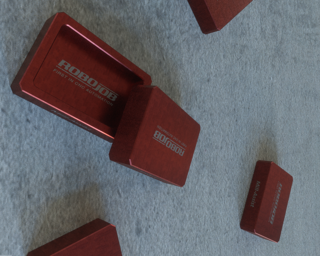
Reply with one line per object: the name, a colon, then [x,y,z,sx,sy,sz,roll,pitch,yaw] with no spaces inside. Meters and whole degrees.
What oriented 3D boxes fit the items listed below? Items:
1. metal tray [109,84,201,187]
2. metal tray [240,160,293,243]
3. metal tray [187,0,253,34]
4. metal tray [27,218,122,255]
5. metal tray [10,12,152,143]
metal tray: [0.001,0.015,0.380,0.130,0.030,0.090,35,68,-53]
metal tray: [0.200,0.136,0.573,0.090,0.030,0.130,32,70,-36]
metal tray: [0.095,-0.218,0.483,0.131,0.030,0.090,-46,118,-30]
metal tray: [-0.081,0.178,0.336,0.091,0.030,0.129,-19,102,-39]
metal tray: [-0.077,-0.048,0.337,0.130,0.030,0.090,32,70,-36]
